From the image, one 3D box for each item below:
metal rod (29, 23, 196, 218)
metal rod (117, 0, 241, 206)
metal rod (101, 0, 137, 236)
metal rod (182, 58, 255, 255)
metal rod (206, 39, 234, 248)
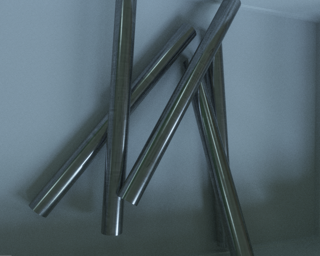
[{"bbox_3d":[-0.051,-0.019,0.391,0.025,0.025,0.300,42,77,-15],"label":"metal rod"},{"bbox_3d":[0.031,-0.046,0.385,0.025,0.025,0.300,33,74,-17],"label":"metal rod"},{"bbox_3d":[-0.047,-0.027,0.365,0.025,0.025,0.298,4,89,-20],"label":"metal rod"},{"bbox_3d":[0.071,0.047,0.373,0.025,0.025,0.299,-3,67,-20],"label":"metal rod"},{"bbox_3d":[0.084,0.018,0.441,0.025,0.025,0.298,-4,92,-20],"label":"metal rod"}]
